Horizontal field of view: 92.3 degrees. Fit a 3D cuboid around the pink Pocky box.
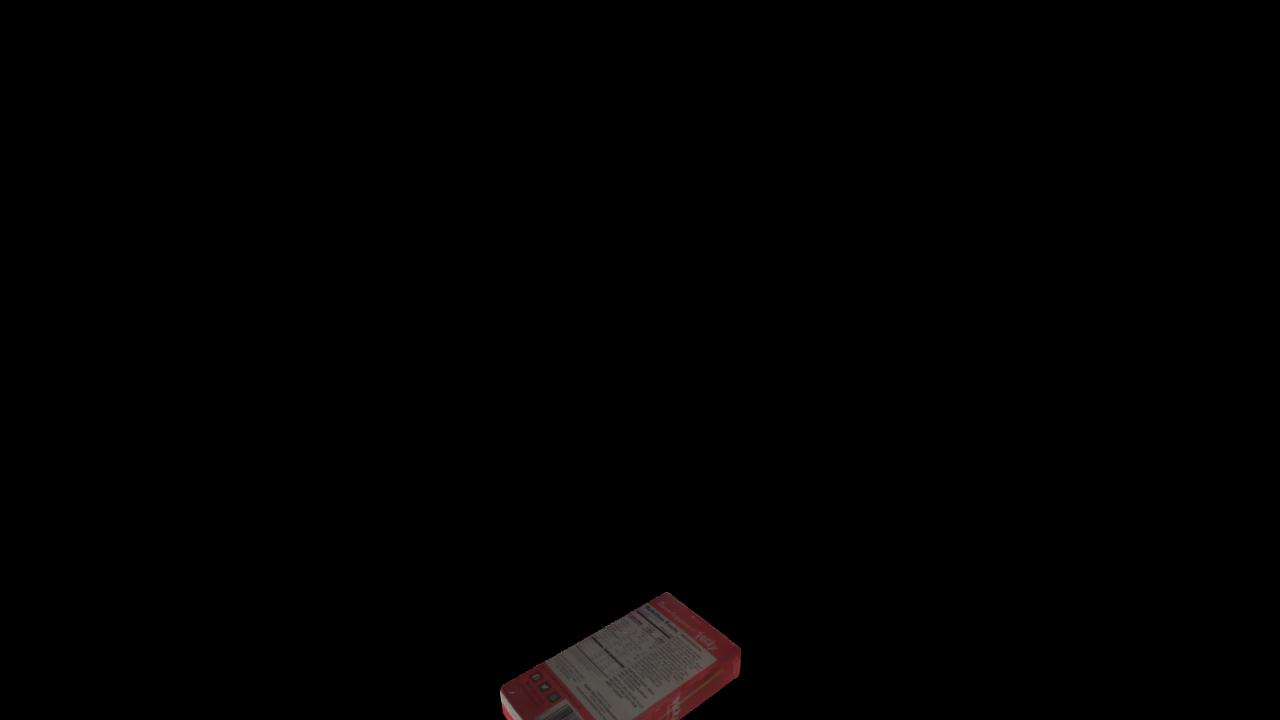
[{"bbox_3d":[-0.010,0.227,0.436,0.155,0.029,0.084,-15,23,-37],"label":"pink Pocky box"}]
